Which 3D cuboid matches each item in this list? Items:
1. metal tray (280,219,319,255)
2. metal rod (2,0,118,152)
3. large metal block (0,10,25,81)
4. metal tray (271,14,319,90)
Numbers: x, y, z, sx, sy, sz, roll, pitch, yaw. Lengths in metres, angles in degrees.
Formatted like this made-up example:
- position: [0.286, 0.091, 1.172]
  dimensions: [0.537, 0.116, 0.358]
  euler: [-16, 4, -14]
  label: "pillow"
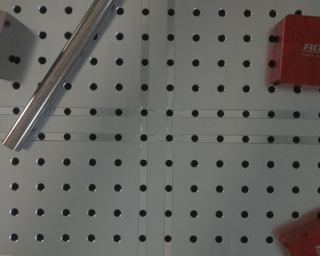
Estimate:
- position: [0.232, 0.190, 0.412]
  dimensions: [0.090, 0.030, 0.130]
  euler: [-26, 90, 0]
  label: "metal tray"
- position: [-0.116, -0.101, 0.412]
  dimensions: [0.025, 0.025, 0.299]
  euler: [33, 90, 0]
  label: "metal rod"
- position: [-0.235, -0.115, 0.399]
  dimensions: [0.080, 0.050, 0.080]
  euler: [18, 90, 0]
  label: "large metal block"
- position: [0.222, -0.097, 0.412]
  dimensions: [0.131, 0.030, 0.089]
  euler: [5, 90, 0]
  label: "metal tray"
